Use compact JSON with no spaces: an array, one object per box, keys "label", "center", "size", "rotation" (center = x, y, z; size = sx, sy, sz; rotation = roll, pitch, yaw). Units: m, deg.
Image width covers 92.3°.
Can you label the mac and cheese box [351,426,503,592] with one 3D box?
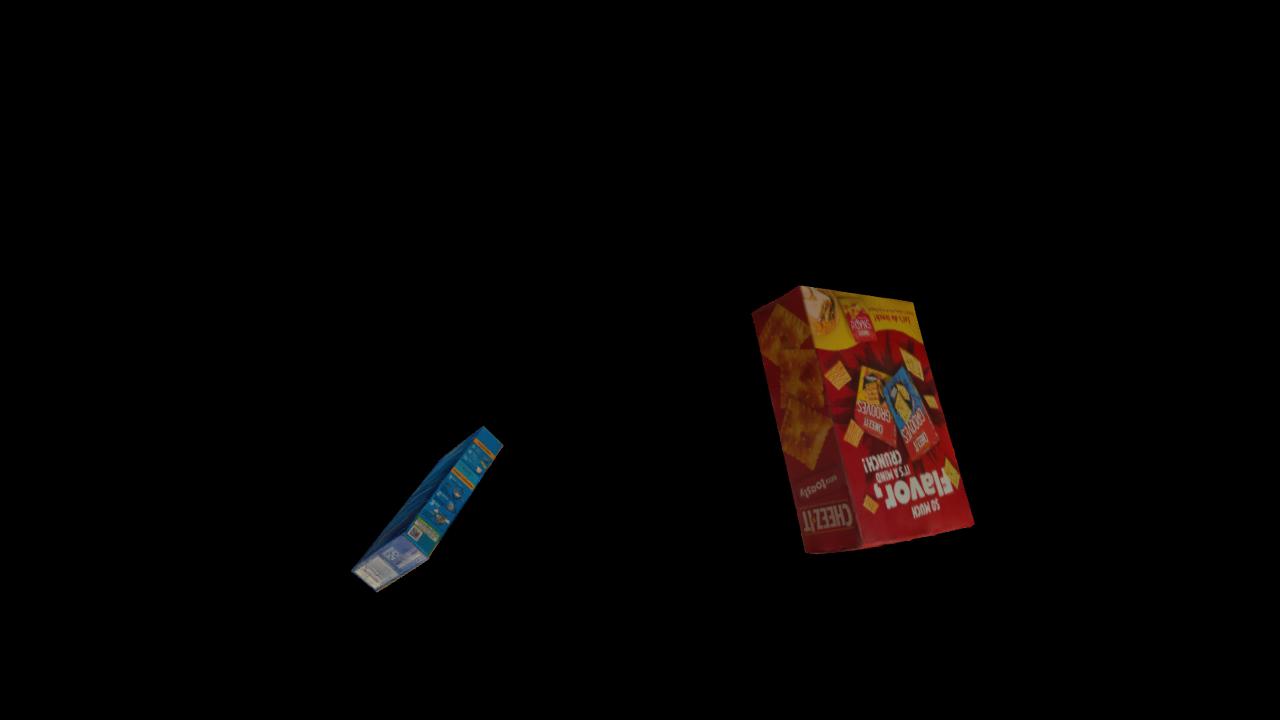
[{"label":"mac and cheese box","center":[-0.221,0.153,0.661],"size":[0.093,0.041,0.184],"rotation":[-37,14,26]}]

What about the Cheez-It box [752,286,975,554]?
[{"label":"Cheez-It box","center":[0.203,0.051,0.560],"size":[0.166,0.223,0.071],"rotation":[2,-20,-33]}]
